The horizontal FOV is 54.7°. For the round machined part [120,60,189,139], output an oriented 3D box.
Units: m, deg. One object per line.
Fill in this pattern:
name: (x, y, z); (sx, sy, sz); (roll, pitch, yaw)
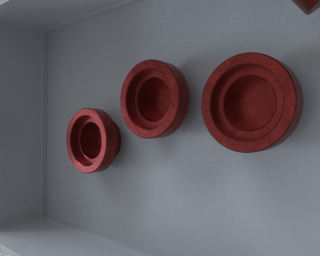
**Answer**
round machined part: (-0.002, -0.036, 0.398); (0.098, 0.042, 0.097); (0, 90, 40)

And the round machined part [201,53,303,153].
round machined part: (0.095, -0.025, 0.317); (0.098, 0.042, 0.097); (0, 90, 40)

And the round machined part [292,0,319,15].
round machined part: (0.154, -0.124, 0.236); (0.042, 0.099, 0.098); (49, 121, 7)

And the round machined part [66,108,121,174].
round machined part: (-0.098, 0.019, 0.477); (0.098, 0.042, 0.097); (0, 90, 40)
